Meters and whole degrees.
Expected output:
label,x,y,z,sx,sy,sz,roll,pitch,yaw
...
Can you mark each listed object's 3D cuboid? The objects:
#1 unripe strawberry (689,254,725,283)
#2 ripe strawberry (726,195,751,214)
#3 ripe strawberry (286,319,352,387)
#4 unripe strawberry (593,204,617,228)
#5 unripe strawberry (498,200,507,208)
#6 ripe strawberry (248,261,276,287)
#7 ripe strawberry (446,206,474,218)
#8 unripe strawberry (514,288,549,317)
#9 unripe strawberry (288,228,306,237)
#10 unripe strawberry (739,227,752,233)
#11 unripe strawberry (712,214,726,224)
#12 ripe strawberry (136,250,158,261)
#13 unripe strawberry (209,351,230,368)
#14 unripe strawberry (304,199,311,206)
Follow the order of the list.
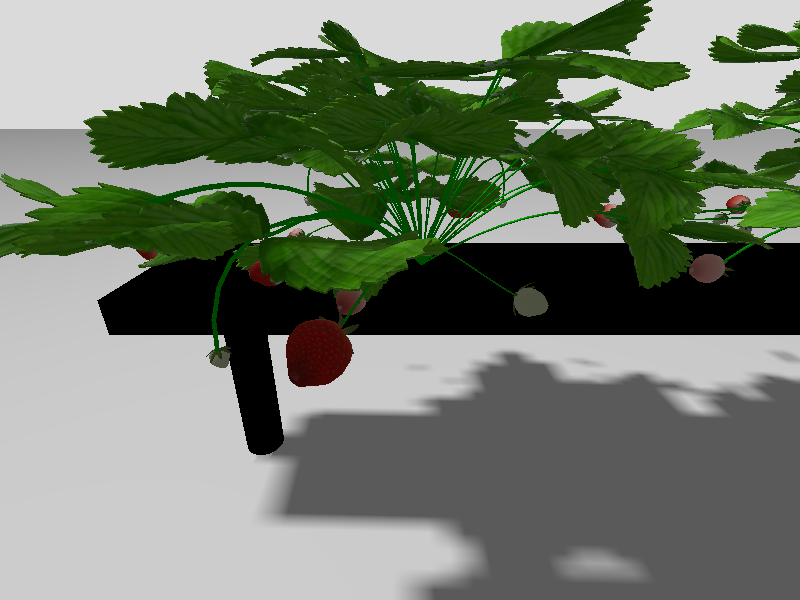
label,x,y,z,sx,sy,sz,roll,pitch,yaw
unripe strawberry,0.249,-0.026,0.328,0.025,0.024,0.023,-6,26,-9
ripe strawberry,0.468,-0.133,0.557,0.025,0.026,0.027,0,24,0
ripe strawberry,-0.043,0.028,0.200,0.034,0.036,0.037,8,27,17
unripe strawberry,0.251,-0.103,0.485,0.032,0.027,0.032,14,28,28
unripe strawberry,0.138,-0.130,0.540,0.011,0.011,0.010,14,29,28
ripe strawberry,-0.107,-0.023,0.320,0.027,0.023,0.027,-10,27,-19
ripe strawberry,0.081,-0.124,0.524,0.039,0.033,0.039,8,26,17
unripe strawberry,0.089,0.002,0.271,0.022,0.019,0.022,-16,30,-30
unripe strawberry,-0.105,-0.061,0.405,0.021,0.022,0.019,-8,20,24
unripe strawberry,0.375,-0.075,0.436,0.011,0.011,0.011,19,31,35
unripe strawberry,0.398,-0.100,0.499,0.015,0.014,0.014,-12,-18,-24
ripe strawberry,-0.231,-0.048,0.373,0.029,0.028,0.027,0,25,2
unripe strawberry,-0.091,0.030,0.203,0.011,0.010,0.010,15,29,29
unripe strawberry,-0.120,-0.130,0.528,0.010,0.011,0.011,-18,30,-34
